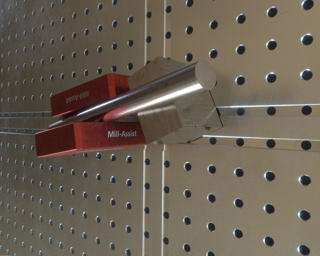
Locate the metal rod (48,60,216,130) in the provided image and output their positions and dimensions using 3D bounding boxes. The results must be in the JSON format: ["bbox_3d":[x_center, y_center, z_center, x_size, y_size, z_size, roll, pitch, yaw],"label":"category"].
[{"bbox_3d":[-0.060,-0.020,0.359,0.299,0.025,0.025,-13,82,48],"label":"metal rod"}]

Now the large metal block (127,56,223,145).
[{"bbox_3d":[0.018,-0.028,0.356,0.050,0.081,0.080,-28,73,36],"label":"large metal block"}]

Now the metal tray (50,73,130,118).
[{"bbox_3d":[-0.076,-0.039,0.426,0.130,0.091,0.030,-11,84,39],"label":"metal tray"}]

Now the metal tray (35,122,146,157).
[{"bbox_3d":[-0.080,0.014,0.404,0.090,0.131,0.030,-12,83,39],"label":"metal tray"}]

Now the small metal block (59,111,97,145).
[{"bbox_3d":[-0.132,0.000,0.498,0.025,0.050,0.050,-11,83,39],"label":"small metal block"}]
